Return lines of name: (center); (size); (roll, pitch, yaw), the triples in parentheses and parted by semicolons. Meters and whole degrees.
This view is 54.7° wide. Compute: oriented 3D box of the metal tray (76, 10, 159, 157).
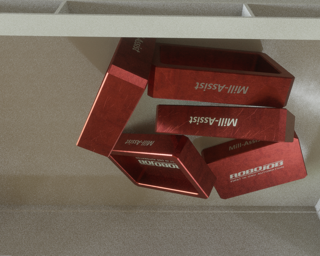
metal tray: (-0.038, -0.047, 0.298); (0.030, 0.130, 0.089); (23, 127, -13)

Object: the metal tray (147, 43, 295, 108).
metal tray: (0.054, -0.057, 0.315); (0.131, 0.090, 0.030); (4, 118, -4)

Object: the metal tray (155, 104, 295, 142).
metal tray: (0.072, -0.005, 0.337); (0.130, 0.030, 0.090); (4, 179, 28)

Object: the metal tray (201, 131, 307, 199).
metal tray: (0.137, 0.052, 0.451); (0.130, 0.030, 0.090); (-20, 128, 15)

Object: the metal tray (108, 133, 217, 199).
metal tray: (-0.003, 0.047, 0.404); (0.130, 0.030, 0.090); (0, 139, 41)
